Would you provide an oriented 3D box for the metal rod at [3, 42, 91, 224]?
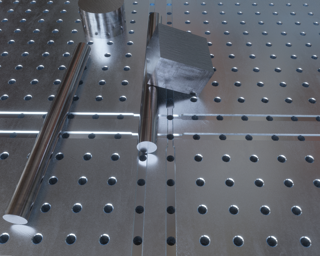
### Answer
[{"bbox_3d":[-0.140,-0.018,0.421,0.025,0.025,0.300,4,50,3],"label":"metal rod"}]

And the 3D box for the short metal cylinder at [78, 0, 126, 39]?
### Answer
[{"bbox_3d":[-0.104,-0.207,0.564,0.081,0.050,0.080,0,50,0],"label":"short metal cylinder"}]

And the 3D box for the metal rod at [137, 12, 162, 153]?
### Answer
[{"bbox_3d":[-0.012,-0.091,0.483,0.025,0.025,0.300,1,50,1],"label":"metal rod"}]

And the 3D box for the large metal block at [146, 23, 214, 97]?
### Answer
[{"bbox_3d":[0.027,-0.101,0.458,0.081,0.050,0.080,12,49,-18],"label":"large metal block"}]
